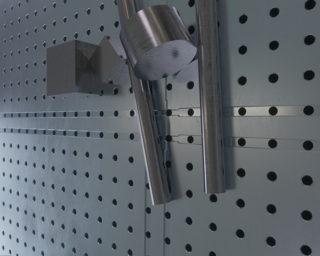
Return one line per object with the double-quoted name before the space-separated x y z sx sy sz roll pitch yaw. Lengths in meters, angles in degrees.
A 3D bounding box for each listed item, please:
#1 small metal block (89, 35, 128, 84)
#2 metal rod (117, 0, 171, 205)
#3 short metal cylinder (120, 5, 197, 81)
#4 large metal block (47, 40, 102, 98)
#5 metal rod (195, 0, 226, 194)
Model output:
"small metal block" -0.076 -0.103 0.472 0.050 0.025 0.050 -48 62 29
"metal rod" -0.025 -0.046 0.429 0.025 0.025 0.298 -18 79 38
"short metal cylinder" -0.002 -0.101 0.376 0.080 0.081 0.050 -34 69 35
"large metal block" -0.142 -0.093 0.510 0.080 0.050 0.079 -1 90 40
"metal rod" 0.057 -0.076 0.362 0.025 0.025 0.298 -4 87 40
